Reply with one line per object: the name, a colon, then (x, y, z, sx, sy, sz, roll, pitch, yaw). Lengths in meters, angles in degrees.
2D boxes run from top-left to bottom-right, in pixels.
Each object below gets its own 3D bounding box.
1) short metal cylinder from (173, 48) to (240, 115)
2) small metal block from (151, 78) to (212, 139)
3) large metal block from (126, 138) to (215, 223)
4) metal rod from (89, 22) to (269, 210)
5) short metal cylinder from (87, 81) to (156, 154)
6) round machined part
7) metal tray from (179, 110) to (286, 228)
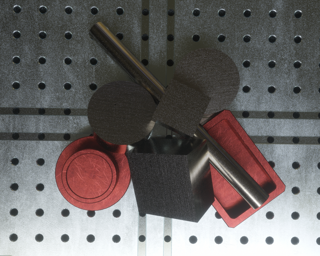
short metal cylinder: (0.056, -0.057, 0.398, 0.081, 0.050, 0.079, 0, 90, 0)
small metal block: (0.024, -0.021, 0.357, 0.050, 0.025, 0.050, 26, 82, 0)
large metal block: (0.014, 0.059, 0.371, 0.080, 0.050, 0.079, -1, 107, 33)
metal rod: (0.017, -0.022, 0.385, 0.025, 0.025, 0.300, -43, 81, 0)
short metal cylinder: (-0.047, -0.012, 0.386, 0.081, 0.050, 0.080, 2, 73, -8)
round machined part: (-0.087, 0.059, 0.400, 0.099, 0.042, 0.097, 0, 90, 0)
metal tray: (0.088, 0.052, 0.408, 0.090, 0.030, 0.130, -36, 90, 0)
